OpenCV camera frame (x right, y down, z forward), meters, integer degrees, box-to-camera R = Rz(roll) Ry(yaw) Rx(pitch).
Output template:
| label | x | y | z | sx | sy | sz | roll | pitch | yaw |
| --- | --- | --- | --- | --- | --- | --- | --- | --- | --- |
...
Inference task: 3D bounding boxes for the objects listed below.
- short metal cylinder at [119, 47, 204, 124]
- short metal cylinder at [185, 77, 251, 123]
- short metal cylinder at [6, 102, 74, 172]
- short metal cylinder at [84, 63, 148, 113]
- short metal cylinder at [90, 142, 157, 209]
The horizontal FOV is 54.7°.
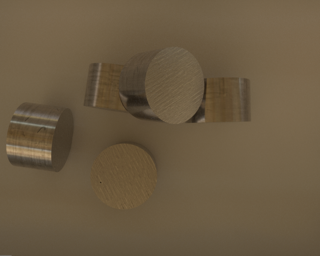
| label | x | y | z | sx | sy | sz | roll | pitch | yaw |
| --- | --- | --- | --- | --- | --- | --- | --- | --- | --- |
| short metal cylinder | 0.002 | -0.046 | 0.342 | 0.081 | 0.050 | 0.079 | -5 | 98 | -37 |
| short metal cylinder | 0.071 | -0.032 | 0.385 | 0.081 | 0.080 | 0.050 | -1 | 90 | -1 |
| short metal cylinder | -0.144 | 0.011 | 0.382 | 0.050 | 0.080 | 0.080 | 9 | 90 | 0 |
| short metal cylinder | -0.050 | -0.046 | 0.383 | 0.081 | 0.080 | 0.050 | 8 | 90 | -1 |
| short metal cylinder | -0.044 | 0.058 | 0.398 | 0.081 | 0.050 | 0.079 | 0 | 90 | -1 |
